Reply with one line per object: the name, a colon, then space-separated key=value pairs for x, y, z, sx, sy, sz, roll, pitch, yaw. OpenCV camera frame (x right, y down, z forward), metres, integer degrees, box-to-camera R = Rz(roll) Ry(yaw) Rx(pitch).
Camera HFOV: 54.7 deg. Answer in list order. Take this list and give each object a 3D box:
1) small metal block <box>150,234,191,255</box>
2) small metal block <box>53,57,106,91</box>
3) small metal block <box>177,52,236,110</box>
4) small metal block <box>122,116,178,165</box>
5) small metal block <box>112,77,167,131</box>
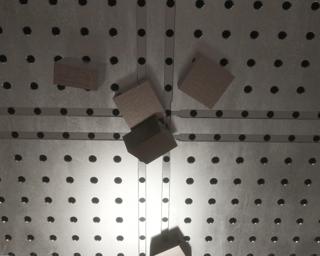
small metal block: x=0.018 y=0.204 z=0.489 sx=0.050 sy=0.025 sz=0.050 roll=-27 pitch=108 yaw=9
small metal block: x=-0.095 y=-0.066 z=0.374 sx=0.050 sy=0.050 sz=0.025 roll=9 pitch=110 yaw=-4
small metal block: x=0.058 y=-0.060 z=0.392 sx=0.050 sy=0.025 sz=0.050 roll=31 pitch=107 yaw=-11
small metal block: x=-0.012 y=0.018 z=0.406 sx=0.050 sy=0.025 sz=0.050 roll=-32 pitch=145 yaw=11
small metal block: x=-0.026 y=-0.031 z=0.402 sx=0.050 sy=0.025 sz=0.050 roll=-26 pitch=108 yaw=9
